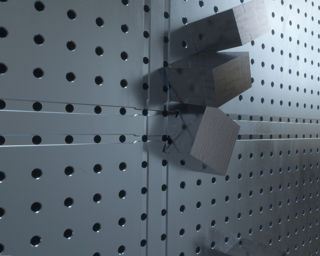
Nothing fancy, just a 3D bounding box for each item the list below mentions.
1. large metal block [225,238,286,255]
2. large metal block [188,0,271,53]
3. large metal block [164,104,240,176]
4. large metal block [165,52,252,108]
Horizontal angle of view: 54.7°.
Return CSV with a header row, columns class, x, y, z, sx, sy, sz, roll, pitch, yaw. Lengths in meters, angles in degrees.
class,x,y,z,sx,sy,sz,roll,pitch,yaw
large metal block,0.164,0.242,0.515,0.050,0.080,0.080,-24,105,-38
large metal block,0.104,-0.151,0.463,0.081,0.080,0.050,-33,111,-36
large metal block,0.063,0.015,0.448,0.080,0.050,0.080,34,69,-35
large metal block,0.068,-0.070,0.427,0.081,0.080,0.050,-30,119,-36
